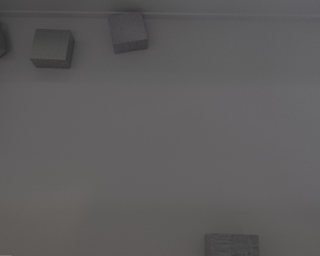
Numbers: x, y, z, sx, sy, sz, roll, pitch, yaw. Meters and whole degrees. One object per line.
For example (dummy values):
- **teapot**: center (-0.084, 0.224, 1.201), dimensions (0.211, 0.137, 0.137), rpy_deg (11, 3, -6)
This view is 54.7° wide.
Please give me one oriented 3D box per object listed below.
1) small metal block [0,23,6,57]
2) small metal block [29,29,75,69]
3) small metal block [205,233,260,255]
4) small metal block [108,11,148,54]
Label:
- **small metal block**: center (-0.254, -0.131, 0.440), dimensions (0.025, 0.050, 0.050), rpy_deg (-31, 68, 32)
- **small metal block**: center (-0.156, -0.115, 0.450), dimensions (0.050, 0.025, 0.050), rpy_deg (3, 70, 1)
- **small metal block**: center (0.079, 0.133, 0.348), dimensions (0.050, 0.050, 0.025), rpy_deg (2, 70, 0)
- **small metal block**: center (-0.048, -0.142, 0.461), dimensions (0.050, 0.025, 0.050), rpy_deg (-11, 70, -4)
